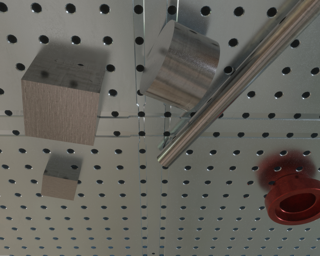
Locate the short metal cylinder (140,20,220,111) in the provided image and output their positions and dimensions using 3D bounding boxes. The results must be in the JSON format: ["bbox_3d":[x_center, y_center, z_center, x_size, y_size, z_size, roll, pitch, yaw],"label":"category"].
[{"bbox_3d":[0.018,-0.064,0.322,0.050,0.080,0.079,21,127,-17],"label":"short metal cylinder"}]

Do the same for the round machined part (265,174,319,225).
[{"bbox_3d":[0.218,0.112,0.499,0.099,0.042,0.097,-1,130,0],"label":"round machined part"}]

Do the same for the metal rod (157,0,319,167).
[{"bbox_3d":[0.088,-0.049,0.371,0.025,0.025,0.298,26,125,-21],"label":"metal rod"}]

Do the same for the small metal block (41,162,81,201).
[{"bbox_3d":[-0.154,0.084,0.481,0.050,0.025,0.050,13,129,-12],"label":"small metal block"}]

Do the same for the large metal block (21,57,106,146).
[{"bbox_3d":[-0.112,-0.030,0.368,0.081,0.050,0.079,9,130,-9],"label":"large metal block"}]
